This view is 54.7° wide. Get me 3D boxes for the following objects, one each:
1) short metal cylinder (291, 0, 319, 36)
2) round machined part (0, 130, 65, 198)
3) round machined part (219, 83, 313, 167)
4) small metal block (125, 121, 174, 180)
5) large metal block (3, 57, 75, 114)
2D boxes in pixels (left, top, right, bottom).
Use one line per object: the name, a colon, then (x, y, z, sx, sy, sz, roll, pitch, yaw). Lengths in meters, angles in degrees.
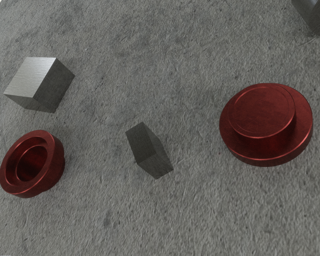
short metal cylinder: (0.202, -0.154, 0.357, 0.080, 0.080, 0.050, -22, 54, 14)
round machined part: (-0.179, 0.055, 0.451, 0.098, 0.042, 0.098, -13, 56, 20)
round machined part: (0.113, -0.010, 0.340, 0.098, 0.042, 0.098, -13, 56, 20)
small metal block: (-0.013, 0.028, 0.376, 0.025, 0.050, 0.050, -32, 52, 8)
large metal block: (-0.210, -0.076, 0.542, 0.080, 0.050, 0.080, 9, 66, 31)
